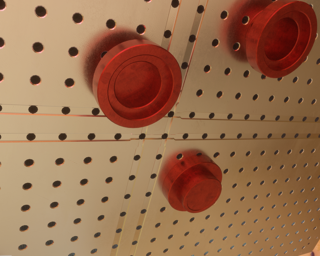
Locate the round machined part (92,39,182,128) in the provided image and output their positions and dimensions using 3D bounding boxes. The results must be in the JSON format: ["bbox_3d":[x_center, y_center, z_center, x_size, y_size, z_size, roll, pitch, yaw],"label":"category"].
[{"bbox_3d":[-0.028,-0.052,0.352,0.099,0.042,0.097,-14,124,-21],"label":"round machined part"}]

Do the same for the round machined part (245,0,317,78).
[{"bbox_3d":[0.153,-0.119,0.409,0.099,0.042,0.097,-14,124,-21],"label":"round machined part"}]

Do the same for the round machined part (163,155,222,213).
[{"bbox_3d":[0.058,0.095,0.489,0.099,0.042,0.097,-14,124,-21],"label":"round machined part"}]
